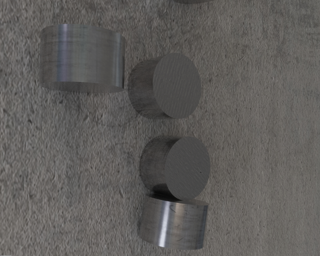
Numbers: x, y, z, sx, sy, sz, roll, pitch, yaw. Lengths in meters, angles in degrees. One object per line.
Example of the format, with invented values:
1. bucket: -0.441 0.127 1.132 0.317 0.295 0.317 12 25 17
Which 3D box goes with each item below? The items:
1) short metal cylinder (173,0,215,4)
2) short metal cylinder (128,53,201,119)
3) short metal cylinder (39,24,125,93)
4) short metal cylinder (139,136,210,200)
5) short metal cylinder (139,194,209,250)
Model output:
1. short metal cylinder: 0.054 -0.204 0.413 0.081 0.080 0.050 -12 98 -39
2. short metal cylinder: 0.007 -0.051 0.394 0.081 0.050 0.080 0 90 -40
3. short metal cylinder: -0.075 -0.064 0.306 0.081 0.080 0.050 2 89 -40
4. short metal cylinder: 0.020 0.050 0.405 0.081 0.050 0.080 0 90 -40
5. short metal cylinder: 0.018 0.113 0.384 0.081 0.080 0.050 14 82 -39
